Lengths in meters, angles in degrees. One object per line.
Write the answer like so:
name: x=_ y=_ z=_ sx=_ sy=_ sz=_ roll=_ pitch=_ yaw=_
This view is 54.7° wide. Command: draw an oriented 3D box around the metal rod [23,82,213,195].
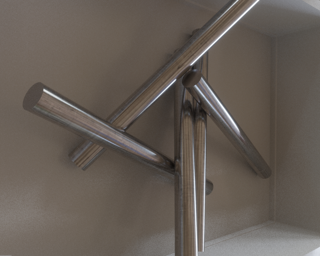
metal rod: x=-0.016 y=0.032 z=0.355 sx=0.301 sy=0.025 sz=0.025 roll=34 pitch=69 yaw=-47

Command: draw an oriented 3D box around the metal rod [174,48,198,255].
metal rod: x=0.030 y=0.033 z=0.376 sx=0.025 sy=0.025 sz=0.299 roll=20 pitch=61 yaw=-38

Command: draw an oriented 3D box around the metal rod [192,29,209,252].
metal rod: x=0.050 y=0.002 z=0.410 sx=0.025 sy=0.025 sz=0.299 roll=19 pitch=67 yaw=-39

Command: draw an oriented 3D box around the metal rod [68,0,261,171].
metal rod: x=0.016 y=-0.067 z=0.352 sx=0.300 sy=0.025 sz=0.025 roll=-45 pitch=119 yaw=-7

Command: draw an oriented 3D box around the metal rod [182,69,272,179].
metal rod: x=0.114 y=0.012 z=0.461 sx=0.300 sy=0.025 sz=0.025 roll=41 pitch=64 yaw=-46
